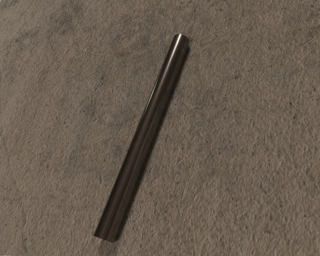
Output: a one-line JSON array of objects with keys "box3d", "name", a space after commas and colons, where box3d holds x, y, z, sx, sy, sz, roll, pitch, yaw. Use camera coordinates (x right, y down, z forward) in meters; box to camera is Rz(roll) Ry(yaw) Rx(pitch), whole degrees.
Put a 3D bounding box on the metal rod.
[{"box3d": [-0.016, -0.002, 0.412, 0.025, 0.025, 0.300, 7, 65, 31], "name": "metal rod"}]
